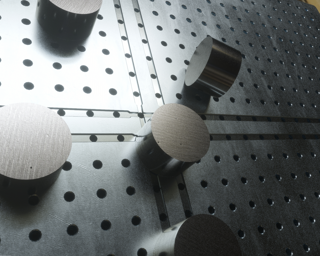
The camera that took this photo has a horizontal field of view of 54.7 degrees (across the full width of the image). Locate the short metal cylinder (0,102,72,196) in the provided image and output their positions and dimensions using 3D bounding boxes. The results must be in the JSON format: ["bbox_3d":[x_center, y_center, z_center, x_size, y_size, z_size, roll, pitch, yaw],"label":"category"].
[{"bbox_3d":[-0.134,0.022,0.308,0.081,0.050,0.080,14,56,-21],"label":"short metal cylinder"}]

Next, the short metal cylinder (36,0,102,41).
[{"bbox_3d":[-0.126,-0.169,0.428,0.081,0.050,0.080,14,56,-21],"label":"short metal cylinder"}]

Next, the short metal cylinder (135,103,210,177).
[{"bbox_3d":[0.016,0.016,0.393,0.081,0.050,0.080,14,56,-21],"label":"short metal cylinder"}]

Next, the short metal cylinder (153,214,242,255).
[{"bbox_3d":[0.039,0.138,0.331,0.081,0.050,0.080,14,56,-21],"label":"short metal cylinder"}]

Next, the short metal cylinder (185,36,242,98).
[{"bbox_3d":[0.080,-0.092,0.474,0.050,0.080,0.080,21,54,-16],"label":"short metal cylinder"}]
